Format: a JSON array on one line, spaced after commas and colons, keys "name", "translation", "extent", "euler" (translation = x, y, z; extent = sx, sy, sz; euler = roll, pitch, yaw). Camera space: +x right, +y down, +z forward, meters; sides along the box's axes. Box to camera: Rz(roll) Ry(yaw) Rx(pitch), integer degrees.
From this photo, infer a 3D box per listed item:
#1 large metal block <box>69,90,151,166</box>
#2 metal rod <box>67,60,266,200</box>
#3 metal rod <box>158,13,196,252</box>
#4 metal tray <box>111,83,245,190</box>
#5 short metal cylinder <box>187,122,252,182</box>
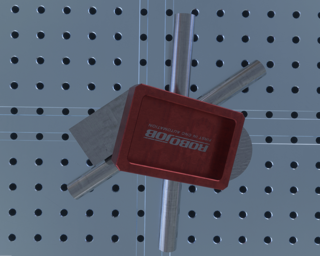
[{"name": "large metal block", "translation": [-0.054, 0.000, 0.385], "extent": [0.080, 0.080, 0.050], "euler": [-34, 90, 0]}, {"name": "metal rod", "translation": [0.009, 0.002, 0.414], "extent": [0.301, 0.025, 0.025], "euler": [-34, 90, -1]}, {"name": "metal rod", "translation": [0.020, 0.013, 0.391], "extent": [0.025, 0.025, 0.298], "euler": [4, 99, -1]}, {"name": "metal tray", "translation": [0.022, 0.012, 0.341], "extent": [0.131, 0.030, 0.089], "euler": [14, 90, -19]}, {"name": "short metal cylinder", "translation": [0.072, 0.026, 0.401], "extent": [0.081, 0.050, 0.079], "euler": [0, 90, -1]}]
